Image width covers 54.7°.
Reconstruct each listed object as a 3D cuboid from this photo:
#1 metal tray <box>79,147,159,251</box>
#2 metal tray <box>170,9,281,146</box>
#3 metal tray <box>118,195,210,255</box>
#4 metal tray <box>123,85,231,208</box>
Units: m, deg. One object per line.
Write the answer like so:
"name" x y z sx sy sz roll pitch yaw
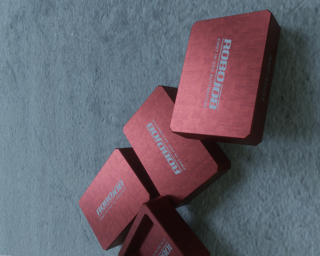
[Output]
"metal tray" -0.061 0.102 0.449 0.090 0.030 0.129 52 120 27
"metal tray" 0.067 -0.051 0.323 0.090 0.030 0.129 5 78 38
"metal tray" -0.002 0.157 0.379 0.090 0.030 0.129 48 133 29
"metal tray" 0.015 0.022 0.387 0.090 0.030 0.130 -47 62 29
